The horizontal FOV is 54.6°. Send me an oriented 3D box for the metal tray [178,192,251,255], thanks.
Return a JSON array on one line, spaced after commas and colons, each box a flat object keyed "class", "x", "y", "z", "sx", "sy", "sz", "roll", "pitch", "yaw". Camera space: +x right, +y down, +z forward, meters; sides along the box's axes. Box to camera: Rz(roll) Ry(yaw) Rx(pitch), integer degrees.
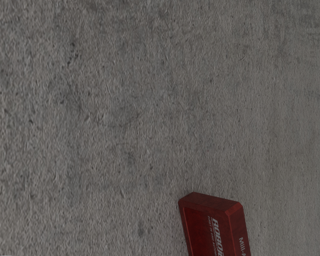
[{"class": "metal tray", "x": 0.077, "y": 0.159, "z": 0.425, "sx": 0.030, "sy": 0.090, "sz": 0.129, "roll": -20, "pitch": 103, "yaw": -38}]
